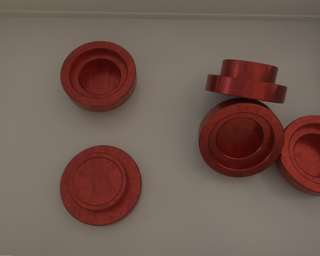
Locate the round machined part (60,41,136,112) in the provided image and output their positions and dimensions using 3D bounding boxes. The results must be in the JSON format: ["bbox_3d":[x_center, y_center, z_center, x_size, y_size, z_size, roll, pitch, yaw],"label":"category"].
[{"bbox_3d":[-0.081,-0.066,0.424,0.099,0.042,0.098,0,70,-1],"label":"round machined part"}]

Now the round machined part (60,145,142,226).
[{"bbox_3d":[-0.072,0.067,0.375,0.099,0.042,0.098,0,70,-1],"label":"round machined part"}]

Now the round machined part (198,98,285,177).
[{"bbox_3d":[0.096,0.009,0.381,0.099,0.042,0.097,1,114,3],"label":"round machined part"}]

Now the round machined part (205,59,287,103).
[{"bbox_3d":[0.109,-0.060,0.391,0.099,0.098,0.042,10,100,3],"label":"round machined part"}]

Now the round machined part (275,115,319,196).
[{"bbox_3d":[0.192,0.037,0.390,0.099,0.042,0.098,0,70,-1],"label":"round machined part"}]
